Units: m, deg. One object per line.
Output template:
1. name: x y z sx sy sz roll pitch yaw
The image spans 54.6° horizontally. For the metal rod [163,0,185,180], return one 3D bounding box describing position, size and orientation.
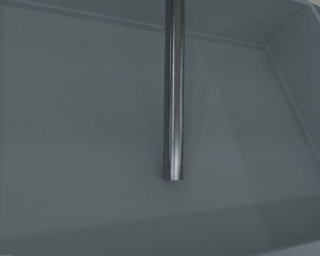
1. metal rod: 0.018 -0.086 0.389 0.025 0.025 0.299 3 85 -27
